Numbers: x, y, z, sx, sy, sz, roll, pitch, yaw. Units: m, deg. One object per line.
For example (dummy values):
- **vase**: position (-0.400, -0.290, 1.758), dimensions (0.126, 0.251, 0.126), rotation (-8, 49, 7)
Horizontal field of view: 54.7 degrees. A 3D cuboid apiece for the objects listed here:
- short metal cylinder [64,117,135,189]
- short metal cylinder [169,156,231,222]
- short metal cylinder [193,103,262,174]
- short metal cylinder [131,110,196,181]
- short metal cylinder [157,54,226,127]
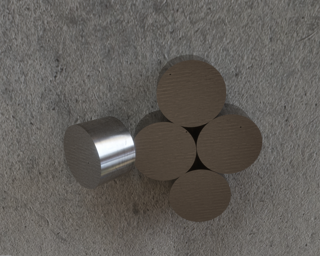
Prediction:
- **short metal cylinder**: position (-0.076, 0.029, 0.386), dimensions (0.080, 0.050, 0.079), rotation (17, 115, 41)
- **short metal cylinder**: position (0.053, 0.081, 0.428), dimensions (0.081, 0.050, 0.079), rotation (0, 110, 0)
- **short metal cylinder**: position (0.085, 0.012, 0.403), dimensions (0.081, 0.050, 0.079), rotation (0, 110, 0)
- **short metal cylinder**: position (0.005, 0.021, 0.405), dimensions (0.081, 0.050, 0.079), rotation (0, 110, 0)
- **short metal cylinder**: position (0.036, -0.047, 0.380), dimensions (0.081, 0.050, 0.079), rotation (0, 110, 0)
